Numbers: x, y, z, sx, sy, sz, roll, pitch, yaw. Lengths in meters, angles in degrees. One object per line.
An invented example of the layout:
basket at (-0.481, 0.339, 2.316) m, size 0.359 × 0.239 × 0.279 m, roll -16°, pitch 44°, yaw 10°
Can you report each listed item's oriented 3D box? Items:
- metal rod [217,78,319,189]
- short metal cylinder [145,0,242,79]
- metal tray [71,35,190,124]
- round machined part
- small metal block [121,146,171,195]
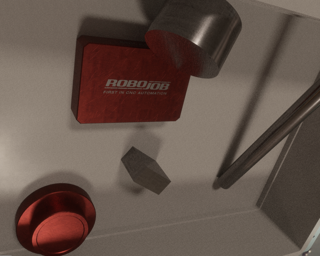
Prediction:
metal rod at (0.170, 0.001, 0.432) m, size 0.025 × 0.025 × 0.298 m, roll 2°, pitch 140°, yaw -30°
short metal cylinder at (0.032, -0.092, 0.305) m, size 0.080 × 0.080 × 0.050 m, roll 35°, pitch 79°, yaw -39°
metal tray at (-0.030, -0.052, 0.358) m, size 0.131 × 0.030 × 0.089 m, roll -2°, pitch 120°, yaw -28°
round machined part at (-0.130, 0.124, 0.397) m, size 0.099 × 0.042 × 0.097 m, roll -12°, pitch 117°, yaw -24°
small metal block at (-0.019, 0.057, 0.419) m, size 0.025 × 0.050 × 0.050 m, roll -48°, pitch 129°, yaw 5°
